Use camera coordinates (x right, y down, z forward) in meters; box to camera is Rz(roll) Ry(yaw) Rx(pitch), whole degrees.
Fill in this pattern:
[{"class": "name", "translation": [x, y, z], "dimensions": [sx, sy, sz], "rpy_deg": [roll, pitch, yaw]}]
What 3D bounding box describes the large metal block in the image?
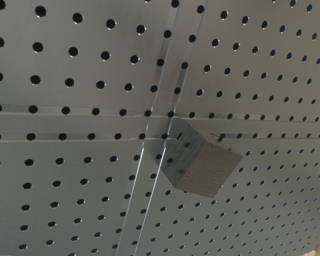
[{"class": "large metal block", "translation": [0.061, 0.051, 0.459], "dimensions": [0.080, 0.050, 0.080], "rpy_deg": [22, 106, -36]}]
